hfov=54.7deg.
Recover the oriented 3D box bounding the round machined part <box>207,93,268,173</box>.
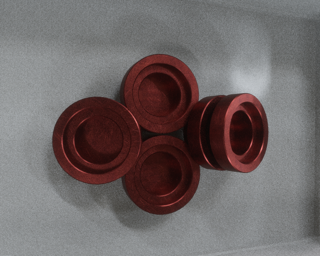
[{"bbox_3d":[0.093,0.006,0.393,0.099,0.042,0.097,0,90,-42],"label":"round machined part"}]

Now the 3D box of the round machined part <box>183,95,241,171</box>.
[{"bbox_3d":[0.069,0.006,0.414,0.099,0.042,0.097,1,89,-42],"label":"round machined part"}]

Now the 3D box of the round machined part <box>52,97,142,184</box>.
[{"bbox_3d":[-0.070,0.014,0.363,0.099,0.042,0.097,0,90,1],"label":"round machined part"}]

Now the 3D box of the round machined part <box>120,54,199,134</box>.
[{"bbox_3d":[-0.003,-0.042,0.398,0.099,0.042,0.097,0,90,-20],"label":"round machined part"}]

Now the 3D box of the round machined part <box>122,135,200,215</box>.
[{"bbox_3d":[-0.002,0.057,0.398,0.099,0.042,0.097,0,90,-20],"label":"round machined part"}]
